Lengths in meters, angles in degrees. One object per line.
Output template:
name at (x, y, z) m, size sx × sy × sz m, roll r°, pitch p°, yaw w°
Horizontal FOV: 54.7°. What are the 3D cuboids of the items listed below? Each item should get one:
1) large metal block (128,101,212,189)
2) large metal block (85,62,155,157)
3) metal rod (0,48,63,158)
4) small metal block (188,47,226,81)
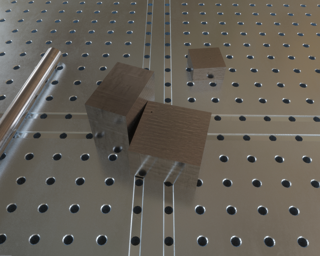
large metal block at (0.014, 0.019, 0.376) m, size 0.080 × 0.050 × 0.080 m, roll 12°, pitch 51°, yaw 9°
large metal block at (-0.045, -0.022, 0.390) m, size 0.050 × 0.080 × 0.080 m, roll 17°, pitch 52°, yaw 13°
metal rod at (-0.198, -0.008, 0.411) m, size 0.025 × 0.025 × 0.300 m, roll 8°, pitch 50°, yaw 6°
small metal block at (0.073, -0.102, 0.495) m, size 0.050 × 0.025 × 0.050 m, roll -5°, pitch 50°, yaw -4°
